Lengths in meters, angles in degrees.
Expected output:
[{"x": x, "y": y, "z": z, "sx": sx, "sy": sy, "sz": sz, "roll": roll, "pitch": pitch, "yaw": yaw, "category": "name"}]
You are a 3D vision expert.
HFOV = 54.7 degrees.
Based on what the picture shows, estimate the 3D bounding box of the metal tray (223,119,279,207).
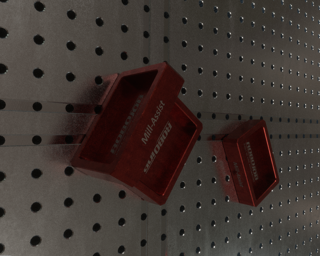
[{"x": 0.163, "y": 0.060, "z": 0.545, "sx": 0.091, "sy": 0.030, "sz": 0.129, "roll": -30, "pitch": 109, "yaw": -36, "category": "metal tray"}]

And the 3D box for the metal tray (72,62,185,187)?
[{"x": -0.036, "y": -0.007, "z": 0.338, "sx": 0.030, "sy": 0.090, "sz": 0.130, "roll": 38, "pitch": 66, "yaw": -34, "category": "metal tray"}]

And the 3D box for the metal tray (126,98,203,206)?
[{"x": -0.003, "y": 0.022, "z": 0.404, "sx": 0.090, "sy": 0.030, "sz": 0.130, "roll": 44, "pitch": 64, "yaw": -32, "category": "metal tray"}]
